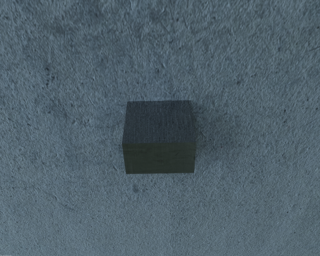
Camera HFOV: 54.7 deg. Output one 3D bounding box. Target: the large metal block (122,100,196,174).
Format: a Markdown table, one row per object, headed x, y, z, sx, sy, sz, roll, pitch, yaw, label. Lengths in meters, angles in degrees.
| x | y | z | sx | sy | sz | roll | pitch | yaw | label |
| --- | --- | --- | --- | --- | --- | --- | --- | --- | --- |
| -0.001 | 0.009 | 0.381 | 0.081 | 0.080 | 0.050 | -1 | 130 | 0 | large metal block |
